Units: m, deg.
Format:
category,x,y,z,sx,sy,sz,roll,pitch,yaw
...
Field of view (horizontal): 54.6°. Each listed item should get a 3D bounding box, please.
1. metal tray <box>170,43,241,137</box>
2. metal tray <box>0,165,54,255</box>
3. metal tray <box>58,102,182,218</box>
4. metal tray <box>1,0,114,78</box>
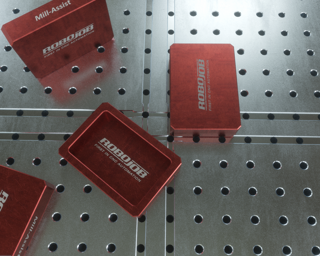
category,x,y,z,sx,sy,sz,roll,pitch,yaw
metal tray,0.059,-0.054,0.429,0.090,0.030,0.130,0,70,0
metal tray,-0.197,0.113,0.367,0.090,0.030,0.130,18,71,6
metal tray,-0.050,0.039,0.394,0.130,0.030,0.090,37,74,12
metal tray,-0.132,-0.130,0.424,0.131,0.090,0.030,-32,73,-11
